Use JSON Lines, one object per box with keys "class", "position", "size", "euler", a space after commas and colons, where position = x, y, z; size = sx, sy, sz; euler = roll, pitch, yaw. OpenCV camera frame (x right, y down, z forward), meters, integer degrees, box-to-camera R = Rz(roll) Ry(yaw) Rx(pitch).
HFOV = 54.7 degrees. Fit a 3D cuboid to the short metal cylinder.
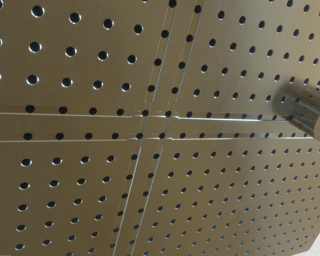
{"class": "short metal cylinder", "position": [0.276, -0.024, 0.535], "size": [0.081, 0.050, 0.079], "euler": [-14, 125, -21]}
